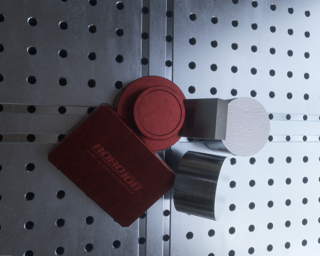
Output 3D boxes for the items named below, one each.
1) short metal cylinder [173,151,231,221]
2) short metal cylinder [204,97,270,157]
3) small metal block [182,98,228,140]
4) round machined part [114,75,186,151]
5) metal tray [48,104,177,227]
[{"bbox_3d":[0.056,0.072,0.394,0.050,0.080,0.080,8,87,23],"label":"short metal cylinder"},{"bbox_3d":[0.105,-0.002,0.434,0.081,0.050,0.079,0,90,-20],"label":"short metal cylinder"},{"bbox_3d":[0.057,-0.011,0.397,0.025,0.050,0.050,8,86,-48],"label":"small metal block"},{"bbox_3d":[-0.007,-0.019,0.397,0.099,0.042,0.097,0,90,-20],"label":"round machined part"},{"bbox_3d":[-0.054,0.045,0.374,0.090,0.030,0.130,-43,105,1],"label":"metal tray"}]
